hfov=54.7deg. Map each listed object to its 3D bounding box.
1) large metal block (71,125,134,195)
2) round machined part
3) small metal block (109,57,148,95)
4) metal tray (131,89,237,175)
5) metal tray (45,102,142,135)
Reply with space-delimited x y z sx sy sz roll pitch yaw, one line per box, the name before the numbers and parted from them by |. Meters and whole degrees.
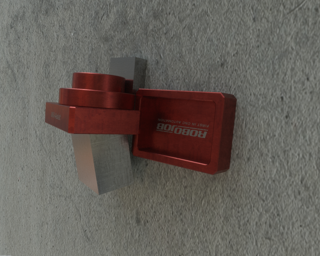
large metal block | -0.082 0.037 0.431 0.080 0.050 0.079 11 111 57
round machined part | -0.082 -0.049 0.410 0.098 0.099 0.042 8 95 39
small metal block | -0.047 -0.074 0.443 0.050 0.025 0.050 9 95 39
metal tray | 0.024 0.000 0.382 0.130 0.030 0.089 8 95 39
metal tray | -0.094 -0.015 0.417 0.130 0.091 0.030 12 99 57
